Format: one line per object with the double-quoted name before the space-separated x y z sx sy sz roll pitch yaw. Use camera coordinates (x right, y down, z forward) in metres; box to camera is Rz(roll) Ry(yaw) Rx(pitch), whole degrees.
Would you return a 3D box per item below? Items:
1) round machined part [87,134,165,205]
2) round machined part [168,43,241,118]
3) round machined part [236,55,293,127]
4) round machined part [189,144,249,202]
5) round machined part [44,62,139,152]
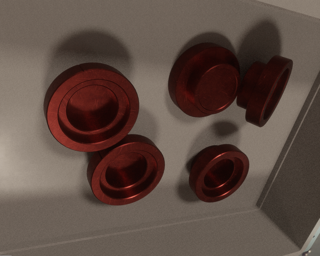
"round machined part" -0.047 0.050 0.404 0.099 0.042 0.097 -14 125 -21
"round machined part" 0.064 -0.056 0.400 0.099 0.042 0.097 -14 125 -21
"round machined part" 0.140 -0.054 0.426 0.099 0.042 0.097 -44 149 -35
"round machined part" 0.088 0.066 0.489 0.099 0.042 0.097 -14 125 -21
"round machined part" -0.076 -0.026 0.341 0.099 0.042 0.097 -14 125 -21
